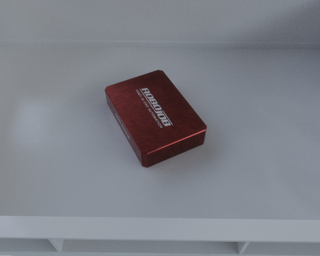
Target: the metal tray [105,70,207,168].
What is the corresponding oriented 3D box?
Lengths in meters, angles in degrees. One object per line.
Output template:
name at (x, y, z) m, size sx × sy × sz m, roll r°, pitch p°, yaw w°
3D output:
metal tray at (-0.009, -0.019, 0.418) m, size 0.091 × 0.030 × 0.130 m, roll -21°, pitch 53°, yaw -17°
